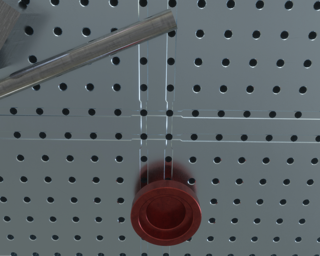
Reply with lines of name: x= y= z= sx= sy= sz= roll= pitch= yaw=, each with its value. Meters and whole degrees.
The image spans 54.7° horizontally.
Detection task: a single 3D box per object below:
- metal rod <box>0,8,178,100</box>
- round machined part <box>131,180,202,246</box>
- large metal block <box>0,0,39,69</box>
metal rod: x=-0.124 y=-0.078 z=0.383 sx=0.301 sy=0.025 sz=0.025 roll=-20 pitch=109 yaw=7
round machined part: x=0.009 y=0.117 z=0.447 sx=0.099 sy=0.042 sz=0.097 roll=0 pitch=110 yaw=0
large metal block: x=-0.203 y=-0.122 z=0.353 sx=0.080 sy=0.050 sz=0.080 roll=35 pitch=106 yaw=-12
